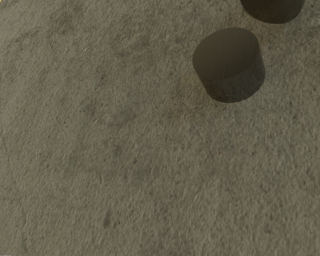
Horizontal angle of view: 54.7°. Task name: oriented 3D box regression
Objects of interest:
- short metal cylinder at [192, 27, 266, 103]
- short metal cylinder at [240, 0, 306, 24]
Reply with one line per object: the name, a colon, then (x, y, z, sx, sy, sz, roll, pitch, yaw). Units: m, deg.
short metal cylinder: (0.087, -0.078, 0.390, 0.080, 0.050, 0.080, -13, 56, 20)
short metal cylinder: (0.151, -0.183, 0.401, 0.080, 0.080, 0.050, 18, 71, 34)
